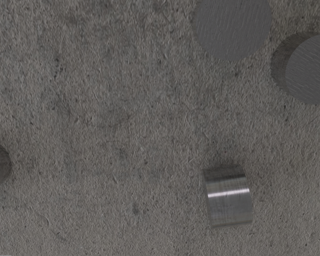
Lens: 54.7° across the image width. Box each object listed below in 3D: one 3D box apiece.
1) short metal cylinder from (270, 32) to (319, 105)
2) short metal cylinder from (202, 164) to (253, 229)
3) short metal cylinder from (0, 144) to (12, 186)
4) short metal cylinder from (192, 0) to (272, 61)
[{"bbox_3d":[0.181,-0.073,0.371,0.081,0.050,0.079,0,110,0],"label":"short metal cylinder"},{"bbox_3d":[0.088,0.091,0.415,0.050,0.080,0.079,-9,110,3],"label":"short metal cylinder"},{"bbox_3d":[-0.251,0.056,0.415,0.081,0.050,0.079,0,110,0],"label":"short metal cylinder"},{"bbox_3d":[0.078,-0.120,0.353,0.081,0.050,0.079,0,110,0],"label":"short metal cylinder"}]
